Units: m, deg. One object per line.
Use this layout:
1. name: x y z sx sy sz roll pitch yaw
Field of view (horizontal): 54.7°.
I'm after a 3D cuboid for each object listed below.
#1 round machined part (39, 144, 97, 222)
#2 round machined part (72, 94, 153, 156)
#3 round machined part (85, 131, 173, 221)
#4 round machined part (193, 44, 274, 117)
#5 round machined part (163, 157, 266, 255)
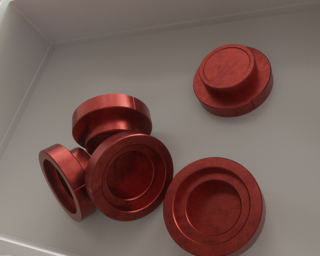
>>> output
1. round machined part: -0.106 0.063 0.385 0.042 0.097 0.098 -29 44 -34
2. round machined part: -0.058 0.006 0.384 0.098 0.098 0.042 -23 53 14
3. round machined part: -0.037 0.051 0.351 0.098 0.098 0.042 -55 31 -11
4. round machined part: 0.088 -0.066 0.388 0.098 0.042 0.098 -13 56 20
5. round machined part: 0.056 0.082 0.314 0.098 0.042 0.098 -13 56 20
